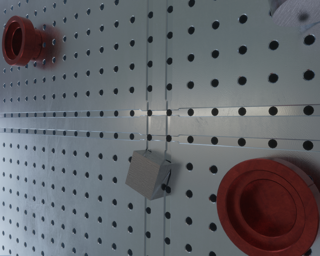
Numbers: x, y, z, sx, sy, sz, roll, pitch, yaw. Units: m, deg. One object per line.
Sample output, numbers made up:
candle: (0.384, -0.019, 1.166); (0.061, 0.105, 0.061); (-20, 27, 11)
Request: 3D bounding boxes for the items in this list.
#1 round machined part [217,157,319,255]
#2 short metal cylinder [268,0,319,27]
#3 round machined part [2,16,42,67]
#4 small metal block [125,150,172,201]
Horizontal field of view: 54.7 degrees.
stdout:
round machined part: (0.110, 0.077, 0.308); (0.098, 0.042, 0.097); (0, 90, 40)
short metal cylinder: (0.132, -0.129, 0.264); (0.080, 0.081, 0.050); (-16, 80, 39)
round machined part: (-0.276, -0.172, 0.626); (0.098, 0.042, 0.097); (0, 90, 40)
small metal block: (-0.016, 0.063, 0.423); (0.050, 0.025, 0.050); (25, 106, 37)
